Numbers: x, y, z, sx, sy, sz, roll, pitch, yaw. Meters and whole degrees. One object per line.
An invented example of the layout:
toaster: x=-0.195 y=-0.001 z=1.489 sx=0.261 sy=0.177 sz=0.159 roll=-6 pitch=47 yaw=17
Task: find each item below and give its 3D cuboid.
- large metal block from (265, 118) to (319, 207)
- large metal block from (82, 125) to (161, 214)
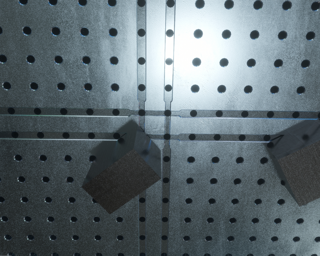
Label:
large metal block: x=0.203 y=0.046 z=0.420 sx=0.080 sy=0.050 sz=0.080 roll=-27 pitch=108 yaw=9
large metal block: x=-0.046 y=0.051 z=0.402 sx=0.080 sy=0.080 sz=0.050 roll=-37 pitch=106 yaw=12
